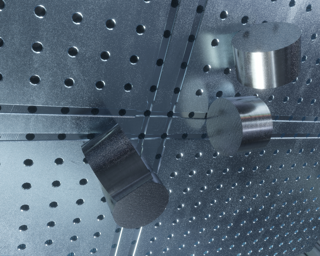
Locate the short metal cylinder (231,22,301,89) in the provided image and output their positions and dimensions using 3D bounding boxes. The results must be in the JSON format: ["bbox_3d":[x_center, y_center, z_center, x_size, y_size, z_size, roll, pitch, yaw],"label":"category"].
[{"bbox_3d":[0.134,-0.093,0.391,0.080,0.080,0.050,-28,128,-11],"label":"short metal cylinder"}]

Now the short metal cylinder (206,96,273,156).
[{"bbox_3d":[0.109,-0.004,0.432,0.050,0.080,0.079,-7,122,-25],"label":"short metal cylinder"}]

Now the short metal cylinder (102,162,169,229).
[{"bbox_3d":[-0.035,0.093,0.434,0.081,0.050,0.079,-14,124,-21],"label":"short metal cylinder"}]

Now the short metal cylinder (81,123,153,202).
[{"bbox_3d":[-0.051,0.041,0.373,0.050,0.080,0.080,-33,129,-7],"label":"short metal cylinder"}]
